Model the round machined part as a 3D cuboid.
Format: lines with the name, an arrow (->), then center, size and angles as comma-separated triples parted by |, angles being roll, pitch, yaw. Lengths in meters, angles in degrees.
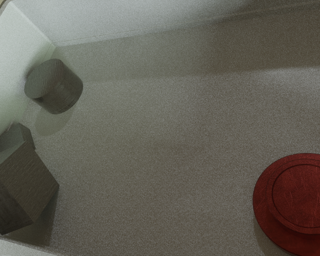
round machined part -> 0.135, 0.067, 0.283 | 0.098, 0.042, 0.098 | -13, 56, 20

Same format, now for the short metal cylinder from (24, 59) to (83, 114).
short metal cylinder -> -0.179, -0.070, 0.524 | 0.080, 0.050, 0.080 | -13, 56, 20

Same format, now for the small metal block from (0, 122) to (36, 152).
small metal block -> -0.239, 0.027, 0.511 | 0.050, 0.025, 0.050 | -38, 51, 2

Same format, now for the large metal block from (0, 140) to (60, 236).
large metal block -> -0.188, 0.075, 0.401 | 0.050, 0.080, 0.080 | -23, 19, 14
